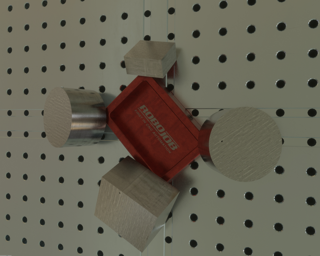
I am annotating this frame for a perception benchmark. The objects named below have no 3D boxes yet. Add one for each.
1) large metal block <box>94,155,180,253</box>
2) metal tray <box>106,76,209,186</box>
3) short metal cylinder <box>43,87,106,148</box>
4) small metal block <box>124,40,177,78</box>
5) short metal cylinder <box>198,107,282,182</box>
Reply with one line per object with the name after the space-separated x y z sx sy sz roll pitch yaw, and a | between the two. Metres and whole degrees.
-0.031 0.096 0.392 0.080 0.050 0.079 32 131 16 | large metal block
-0.006 0.001 0.411 0.090 0.030 0.130 -43 77 15 | metal tray
-0.118 -0.014 0.425 0.080 0.050 0.079 1 91 45 | short metal cylinder
-0.011 -0.090 0.400 0.050 0.050 0.025 10 131 20 | small metal block
0.088 0.017 0.352 0.081 0.050 0.079 0 90 -7 | short metal cylinder
